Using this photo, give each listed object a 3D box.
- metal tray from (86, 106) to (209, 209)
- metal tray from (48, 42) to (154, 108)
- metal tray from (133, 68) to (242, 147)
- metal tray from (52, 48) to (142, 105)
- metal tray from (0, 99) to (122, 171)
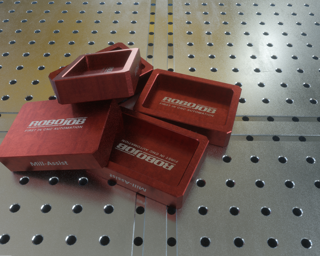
[{"bbox_3d":[-0.017,0.031,0.377,0.130,0.030,0.090,20,53,16],"label":"metal tray"},{"bbox_3d":[-0.085,-0.074,0.465,0.131,0.030,0.090,-32,56,-24],"label":"metal tray"},{"bbox_3d":[0.039,-0.032,0.430,0.130,0.030,0.090,14,52,11],"label":"metal tray"},{"bbox_3d":[-0.075,-0.073,0.410,0.090,0.030,0.130,-6,26,5],"label":"metal tray"},{"bbox_3d":[-0.120,0.005,0.377,0.130,0.030,0.090,-4,49,15],"label":"metal tray"}]
